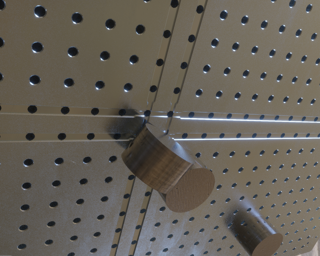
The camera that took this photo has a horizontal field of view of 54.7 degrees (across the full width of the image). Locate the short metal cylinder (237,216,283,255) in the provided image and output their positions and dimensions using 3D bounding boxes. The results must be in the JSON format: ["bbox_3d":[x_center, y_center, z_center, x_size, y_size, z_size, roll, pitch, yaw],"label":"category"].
[{"bbox_3d":[0.211,0.234,0.655,0.081,0.050,0.079,-14,124,-21],"label":"short metal cylinder"}]

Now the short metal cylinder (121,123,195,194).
[{"bbox_3d":[-0.002,0.038,0.398,0.080,0.080,0.050,32,101,-38],"label":"short metal cylinder"}]

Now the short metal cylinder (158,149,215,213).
[{"bbox_3d":[0.034,0.078,0.462,0.081,0.050,0.079,-14,124,-21],"label":"short metal cylinder"}]
